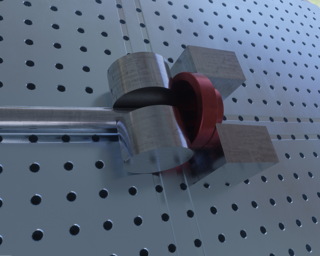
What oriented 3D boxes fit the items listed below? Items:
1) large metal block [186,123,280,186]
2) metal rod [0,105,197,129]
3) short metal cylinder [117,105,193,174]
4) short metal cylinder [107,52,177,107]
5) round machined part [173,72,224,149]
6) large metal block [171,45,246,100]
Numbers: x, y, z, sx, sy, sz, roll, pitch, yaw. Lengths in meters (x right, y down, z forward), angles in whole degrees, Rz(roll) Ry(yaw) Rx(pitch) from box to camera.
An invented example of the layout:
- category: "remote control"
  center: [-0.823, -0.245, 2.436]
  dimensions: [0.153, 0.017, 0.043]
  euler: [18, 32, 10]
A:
- category: "large metal block"
  center: [0.088, 0.036, 0.399]
  dimensions: [0.081, 0.080, 0.050]
  euler: [3, 61, -27]
- category: "metal rod"
  center: [-0.095, -0.012, 0.349]
  dimensions: [0.303, 0.025, 0.025]
  euler: [-1, 62, -24]
- category: "short metal cylinder"
  center: [-0.007, 0.015, 0.359]
  dimensions: [0.081, 0.080, 0.050]
  euler: [1, 62, -28]
- category: "short metal cylinder"
  center: [-0.023, -0.050, 0.391]
  dimensions: [0.081, 0.080, 0.050]
  euler: [1, 62, -28]
- category: "round machined part"
  center: [0.044, -0.021, 0.397]
  dimensions: [0.042, 0.097, 0.098]
  euler: [1, 62, -28]
- category: "large metal block"
  center: [0.061, -0.069, 0.449]
  dimensions: [0.081, 0.080, 0.050]
  euler: [0, 62, -28]
